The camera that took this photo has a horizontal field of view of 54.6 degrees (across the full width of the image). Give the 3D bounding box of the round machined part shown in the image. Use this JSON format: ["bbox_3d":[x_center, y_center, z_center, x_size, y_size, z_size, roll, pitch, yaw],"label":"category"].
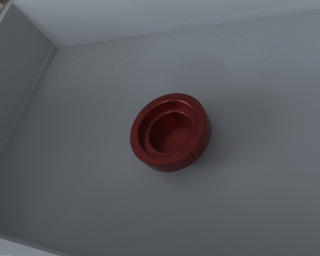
[{"bbox_3d":[0.016,0.009,0.382,0.098,0.042,0.098,-13,56,21],"label":"round machined part"}]
